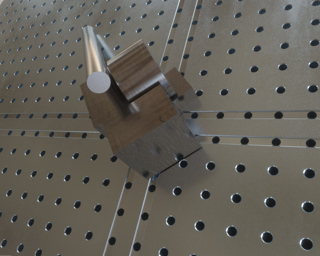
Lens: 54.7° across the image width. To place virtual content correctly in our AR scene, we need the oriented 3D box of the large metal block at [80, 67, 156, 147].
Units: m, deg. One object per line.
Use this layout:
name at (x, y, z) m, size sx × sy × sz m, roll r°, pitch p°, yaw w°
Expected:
large metal block at (-0.054, -0.023, 0.415) m, size 0.050 × 0.080 × 0.080 m, roll -33°, pitch 52°, yaw 7°

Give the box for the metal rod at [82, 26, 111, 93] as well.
metal rod at (-0.101, -0.116, 0.463) m, size 0.025 × 0.025 × 0.300 m, roll -35°, pitch 30°, yaw 4°

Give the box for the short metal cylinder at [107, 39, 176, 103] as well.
short metal cylinder at (-0.022, -0.064, 0.389) m, size 0.050 × 0.080 × 0.080 m, roll -32°, pitch 52°, yaw 7°

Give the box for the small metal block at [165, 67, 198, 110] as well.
small metal block at (0.016, -0.049, 0.429) m, size 0.050 × 0.025 × 0.050 m, roll -36°, pitch 51°, yaw 4°

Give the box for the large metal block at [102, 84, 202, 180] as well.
large metal block at (-0.008, 0.008, 0.369) m, size 0.080 × 0.080 × 0.050 m, roll -33°, pitch 52°, yaw 7°
